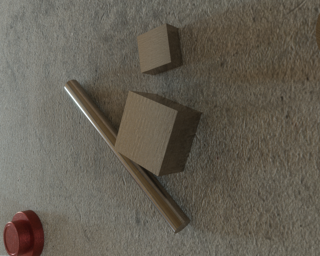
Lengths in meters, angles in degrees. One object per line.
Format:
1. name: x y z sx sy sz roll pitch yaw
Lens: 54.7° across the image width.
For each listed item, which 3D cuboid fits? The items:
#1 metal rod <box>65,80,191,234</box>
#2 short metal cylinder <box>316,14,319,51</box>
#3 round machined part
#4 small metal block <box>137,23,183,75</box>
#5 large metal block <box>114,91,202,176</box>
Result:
1. metal rod: -0.061 0.025 0.452 0.300 0.025 0.025 47 118 29
2. short metal cylinder: 0.173 -0.077 0.245 0.080 0.050 0.079 0 90 39
3. round machined part: -0.277 0.217 0.618 0.098 0.042 0.097 0 90 39
4. small metal block: -0.001 -0.101 0.404 0.050 0.025 0.050 -11 83 39
5. large metal block: -0.004 0.004 0.390 0.080 0.050 0.079 26 106 36
